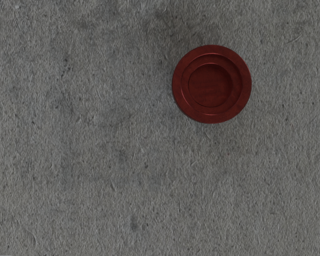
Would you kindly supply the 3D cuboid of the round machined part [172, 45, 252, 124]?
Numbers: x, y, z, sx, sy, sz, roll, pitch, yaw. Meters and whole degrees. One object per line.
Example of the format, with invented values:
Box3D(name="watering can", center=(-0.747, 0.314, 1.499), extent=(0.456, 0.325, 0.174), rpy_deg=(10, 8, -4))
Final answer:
Box3D(name="round machined part", center=(0.064, -0.054, 0.402), extent=(0.099, 0.042, 0.097), rpy_deg=(0, 90, 0))
